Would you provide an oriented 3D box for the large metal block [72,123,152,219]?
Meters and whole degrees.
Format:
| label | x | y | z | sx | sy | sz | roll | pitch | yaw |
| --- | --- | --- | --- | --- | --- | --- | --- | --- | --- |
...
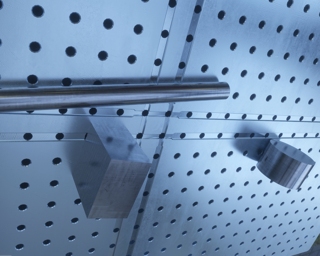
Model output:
| label | x | y | z | sx | sy | sz | roll | pitch | yaw |
| --- | --- | --- | --- | --- | --- | --- | --- | --- | --- |
| large metal block | -0.062 | 0.051 | 0.375 | 0.050 | 0.080 | 0.079 | 11 | 113 | -33 |

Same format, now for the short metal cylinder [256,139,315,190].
| label | x | y | z | sx | sy | sz | roll | pitch | yaw |
| --- | --- | --- | --- | --- | --- | --- | --- | --- | --- |
| short metal cylinder | 0.216 | 0.062 | 0.535 | 0.081 | 0.080 | 0.050 | 10 | 113 | -33 |

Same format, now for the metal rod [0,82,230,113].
| label | x | y | z | sx | sy | sz | roll | pitch | yaw |
| --- | --- | --- | --- | --- | --- | --- | --- | --- | --- |
| metal rod | -0.046 | -0.039 | 0.363 | 0.303 | 0.025 | 0.025 | -6 | 121 | -26 |
